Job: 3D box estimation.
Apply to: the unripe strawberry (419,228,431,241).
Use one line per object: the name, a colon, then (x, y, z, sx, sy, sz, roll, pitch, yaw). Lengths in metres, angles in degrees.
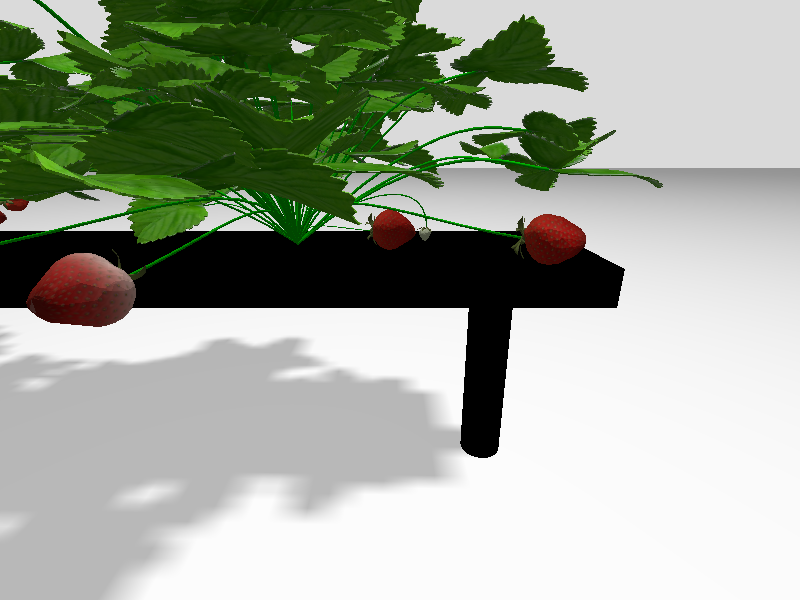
unripe strawberry: (0.023, -0.061, 0.369, 0.010, 0.012, 0.012, -3, 20, -8)

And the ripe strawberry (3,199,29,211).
ripe strawberry: (-0.547, -0.144, 0.570, 0.033, 0.035, 0.036, -1, 19, -1)

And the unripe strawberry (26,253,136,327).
unripe strawberry: (-0.140, -0.003, 0.175, 0.037, 0.032, 0.037, 5, 21, 14)

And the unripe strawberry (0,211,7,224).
unripe strawberry: (-0.439, -0.089, 0.428, 0.027, 0.026, 0.025, -15, 25, -37)

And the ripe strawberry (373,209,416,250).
ripe strawberry: (-0.004, -0.058, 0.333, 0.034, 0.033, 0.032, 4, 20, 10)

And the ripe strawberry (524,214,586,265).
ripe strawberry: (0.107, -0.042, 0.279, 0.040, 0.035, 0.040, 8, 21, 19)
